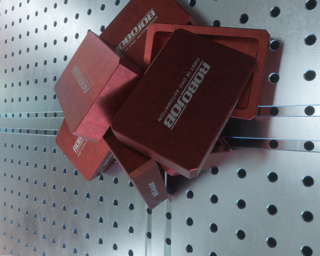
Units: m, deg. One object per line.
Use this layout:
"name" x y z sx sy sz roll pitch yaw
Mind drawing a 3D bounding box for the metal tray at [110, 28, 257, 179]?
"metal tray" 0.025 -0.028 0.304 0.090 0.030 0.130 27 72 15

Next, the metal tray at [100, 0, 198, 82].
"metal tray" -0.026 -0.114 0.404 0.130 0.030 0.090 -43 65 15

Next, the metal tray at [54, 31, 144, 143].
"metal tray" -0.077 -0.053 0.356 0.090 0.030 0.130 -54 37 10

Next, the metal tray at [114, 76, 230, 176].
"metal tray" 0.011 -0.008 0.360 0.130 0.091 0.030 52 121 28

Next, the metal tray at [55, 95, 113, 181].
"metal tray" -0.103 0.010 0.463 0.090 0.030 0.129 47 131 12

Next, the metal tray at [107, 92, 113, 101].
"metal tray" -0.072 -0.049 0.466 0.090 0.030 0.129 46 117 30

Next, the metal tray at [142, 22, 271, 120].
"metal tray" 0.046 -0.063 0.340 0.130 0.030 0.089 10 97 19

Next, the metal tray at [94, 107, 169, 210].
"metal tray" -0.033 0.040 0.377 0.030 0.130 0.090 -34 62 -11
